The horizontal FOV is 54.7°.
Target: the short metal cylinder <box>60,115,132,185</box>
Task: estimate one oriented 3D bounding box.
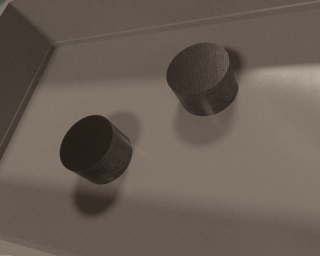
[{"bbox_3d":[-0.085,0.029,0.414,0.080,0.050,0.080,-13,56,20],"label":"short metal cylinder"}]

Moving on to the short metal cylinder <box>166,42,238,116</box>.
[{"bbox_3d":[0.055,-0.062,0.398,0.080,0.050,0.080,-13,56,20],"label":"short metal cylinder"}]
